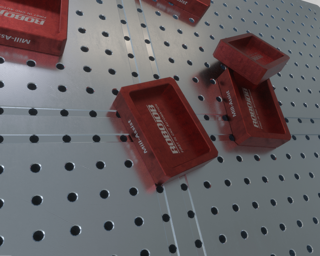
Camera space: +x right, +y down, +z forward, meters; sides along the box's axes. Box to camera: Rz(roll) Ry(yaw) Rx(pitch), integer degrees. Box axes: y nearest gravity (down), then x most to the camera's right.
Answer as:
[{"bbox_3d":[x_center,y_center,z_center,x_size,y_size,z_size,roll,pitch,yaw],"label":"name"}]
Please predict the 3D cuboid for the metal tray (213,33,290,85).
[{"bbox_3d":[0.161,-0.124,0.536,0.090,0.030,0.131,40,39,19],"label":"metal tray"}]

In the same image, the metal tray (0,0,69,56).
[{"bbox_3d":[-0.187,-0.148,0.394,0.131,0.030,0.090,7,59,-25],"label":"metal tray"}]

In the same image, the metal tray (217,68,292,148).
[{"bbox_3d":[0.152,-0.035,0.506,0.091,0.030,0.130,5,59,-26],"label":"metal tray"}]

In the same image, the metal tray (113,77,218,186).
[{"bbox_3d":[0.007,-0.001,0.408,0.091,0.030,0.130,-18,71,-35],"label":"metal tray"}]

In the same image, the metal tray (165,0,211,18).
[{"bbox_3d":[0.034,-0.274,0.590,0.131,0.030,0.090,21,54,-16],"label":"metal tray"}]
